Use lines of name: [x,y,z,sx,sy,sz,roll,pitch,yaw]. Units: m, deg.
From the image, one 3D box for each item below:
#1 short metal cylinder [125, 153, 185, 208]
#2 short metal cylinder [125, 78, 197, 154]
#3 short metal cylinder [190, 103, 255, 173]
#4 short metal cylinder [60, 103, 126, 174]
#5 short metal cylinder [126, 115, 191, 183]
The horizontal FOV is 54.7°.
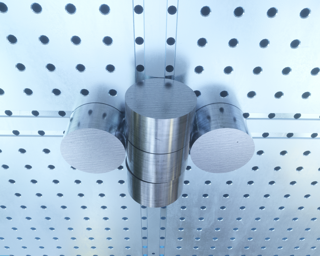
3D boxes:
short metal cylinder: [-0.006,0.062,0.427,0.081,0.080,0.050,1,130,-1]
short metal cylinder: [0.000,-0.016,0.361,0.081,0.080,0.050,2,130,-2]
short metal cylinder: [0.078,0.014,0.408,0.081,0.050,0.079,0,130,0]
short metal cylinder: [-0.084,0.014,0.405,0.081,0.050,0.079,0,130,0]
short metal cylinder: [-0.002,0.023,0.394,0.081,0.080,0.050,2,130,-2]
